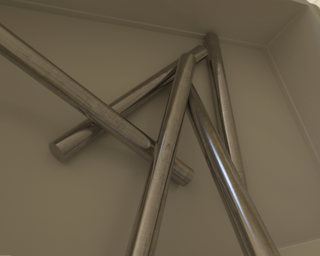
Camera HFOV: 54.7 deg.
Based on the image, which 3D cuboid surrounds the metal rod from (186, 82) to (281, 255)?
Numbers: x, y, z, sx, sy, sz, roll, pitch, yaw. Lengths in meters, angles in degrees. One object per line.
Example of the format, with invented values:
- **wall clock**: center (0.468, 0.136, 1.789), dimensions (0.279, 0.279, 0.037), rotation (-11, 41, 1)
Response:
- **metal rod**: center (0.058, 0.020, 0.345), dimensions (0.025, 0.025, 0.300), rotation (16, 30, -19)

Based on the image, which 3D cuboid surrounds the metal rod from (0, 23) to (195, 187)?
- **metal rod**: center (-0.078, -0.026, 0.340), dimensions (0.301, 0.025, 0.025), rotation (38, 50, -18)

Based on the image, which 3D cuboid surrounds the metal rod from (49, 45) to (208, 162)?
- **metal rod**: center (-0.021, -0.050, 0.424), dimensions (0.025, 0.025, 0.302), rotation (46, 51, 4)

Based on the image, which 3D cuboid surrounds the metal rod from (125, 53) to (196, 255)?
- **metal rod**: center (0.010, 0.011, 0.358), dimensions (0.025, 0.025, 0.300), rotation (26, 49, -12)

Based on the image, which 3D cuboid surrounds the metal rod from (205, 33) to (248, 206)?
- **metal rod**: center (0.098, -0.031, 0.476), dimensions (0.025, 0.025, 0.299), rotation (11, 57, -22)
